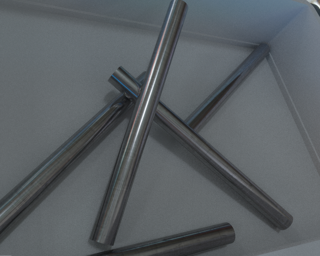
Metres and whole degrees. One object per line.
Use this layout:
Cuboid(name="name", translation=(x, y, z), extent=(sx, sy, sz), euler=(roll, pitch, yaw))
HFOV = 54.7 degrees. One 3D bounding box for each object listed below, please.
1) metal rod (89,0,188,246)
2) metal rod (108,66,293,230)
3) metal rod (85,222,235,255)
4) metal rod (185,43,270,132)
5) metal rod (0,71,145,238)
Cuboid(name="metal rod", translation=(-0.017, -0.023, 0.355), extent=(0.025, 0.025, 0.299), euler=(22, 71, -15))
Cuboid(name="metal rod", translation=(0.057, 0.030, 0.399), extent=(0.300, 0.025, 0.025), euler=(41, 51, -8))
Cuboid(name="metal rod", translation=(-0.050, 0.131, 0.298), extent=(0.303, 0.025, 0.025), euler=(-2, 63, -29))
Cuboid(name="metal rod", translation=(0.119, -0.074, 0.514), extent=(0.025, 0.025, 0.302), euler=(45, 51, 2))
Cuboid(name="metal rod", translation=(-0.092, 0.020, 0.343), extent=(0.025, 0.025, 0.301), euler=(41, 51, -1))
